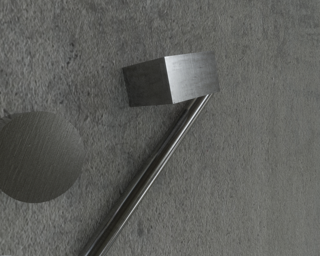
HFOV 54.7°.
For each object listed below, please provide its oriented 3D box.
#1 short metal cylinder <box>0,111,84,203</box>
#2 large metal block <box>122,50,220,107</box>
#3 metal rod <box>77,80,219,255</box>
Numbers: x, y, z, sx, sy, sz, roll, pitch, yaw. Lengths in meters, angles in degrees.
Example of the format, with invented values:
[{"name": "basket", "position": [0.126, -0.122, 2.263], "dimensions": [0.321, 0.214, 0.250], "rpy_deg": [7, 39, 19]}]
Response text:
[{"name": "short metal cylinder", "position": [-0.119, 0.025, 0.289], "dimensions": [0.081, 0.050, 0.080], "rpy_deg": [0, 90, -40]}, {"name": "large metal block", "position": [0.013, -0.060, 0.380], "dimensions": [0.081, 0.080, 0.050], "rpy_deg": [-18, 102, -39]}, {"name": "metal rod", "position": [-0.001, 0.039, 0.403], "dimensions": [0.025, 0.025, 0.301], "rpy_deg": [51, 60, -28]}]
